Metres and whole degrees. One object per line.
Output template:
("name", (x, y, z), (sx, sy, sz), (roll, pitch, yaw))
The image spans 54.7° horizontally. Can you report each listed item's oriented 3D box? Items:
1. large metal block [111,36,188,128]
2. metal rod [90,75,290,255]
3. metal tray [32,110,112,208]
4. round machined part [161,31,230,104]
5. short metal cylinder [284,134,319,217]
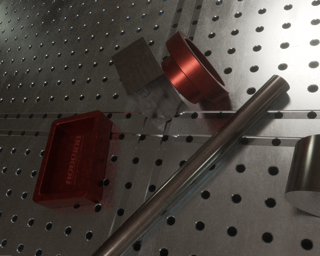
("large metal block", (-0.014, -0.060, 0.416), (0.050, 0.080, 0.080), (-31, 52, 8))
("metal rod", (0.036, 0.051, 0.357), (0.300, 0.025, 0.025), (-44, 51, -3))
("metal tray", (-0.122, 0.043, 0.440), (0.090, 0.030, 0.130), (-10, 57, 22))
("round machined part", (0.039, -0.068, 0.384), (0.042, 0.098, 0.098), (-39, 50, 20))
("short metal cylinder", (0.154, 0.046, 0.264), (0.080, 0.080, 0.050), (9, 66, 31))
